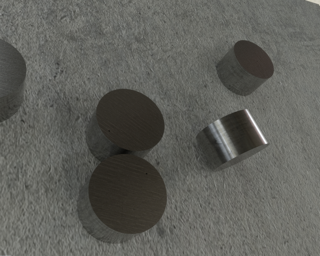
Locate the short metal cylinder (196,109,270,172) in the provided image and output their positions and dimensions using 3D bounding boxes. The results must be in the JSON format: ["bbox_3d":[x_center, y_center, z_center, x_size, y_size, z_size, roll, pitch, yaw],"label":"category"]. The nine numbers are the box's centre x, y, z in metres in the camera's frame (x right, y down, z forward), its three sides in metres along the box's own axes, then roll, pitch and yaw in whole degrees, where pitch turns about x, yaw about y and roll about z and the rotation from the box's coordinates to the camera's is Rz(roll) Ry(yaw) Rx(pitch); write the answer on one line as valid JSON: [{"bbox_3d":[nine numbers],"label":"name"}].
[{"bbox_3d":[0.095,0.018,0.408,0.081,0.080,0.050,-14,69,-34],"label":"short metal cylinder"}]

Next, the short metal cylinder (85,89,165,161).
[{"bbox_3d":[-0.042,0.001,0.364,0.081,0.050,0.080,14,56,-21],"label":"short metal cylinder"}]

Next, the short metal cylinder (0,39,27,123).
[{"bbox_3d":[-0.183,-0.049,0.319,0.081,0.050,0.080,14,56,-21],"label":"short metal cylinder"}]

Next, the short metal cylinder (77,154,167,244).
[{"bbox_3d":[-0.040,0.074,0.321,0.081,0.050,0.080,14,56,-21],"label":"short metal cylinder"}]

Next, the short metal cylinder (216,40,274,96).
[{"bbox_3d":[0.144,-0.102,0.527,0.081,0.050,0.080,14,56,-21],"label":"short metal cylinder"}]
